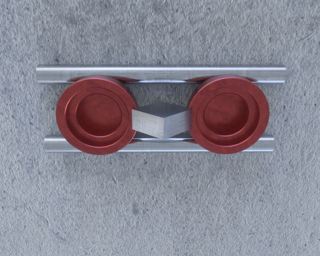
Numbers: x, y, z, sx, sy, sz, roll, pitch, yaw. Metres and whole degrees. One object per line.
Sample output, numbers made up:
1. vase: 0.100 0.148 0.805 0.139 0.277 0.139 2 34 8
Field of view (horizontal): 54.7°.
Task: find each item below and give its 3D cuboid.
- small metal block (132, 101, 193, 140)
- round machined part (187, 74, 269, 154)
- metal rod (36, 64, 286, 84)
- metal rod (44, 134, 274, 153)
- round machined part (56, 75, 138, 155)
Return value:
1. small metal block: 0.003 -0.011 0.366 0.050 0.050 0.025 17 116 40
2. round machined part: 0.082 -0.020 0.390 0.099 0.042 0.097 0 110 0
3. metal rod: 0.002 -0.067 0.386 0.302 0.025 0.025 0 110 -1
4. metal rod: -0.001 0.021 0.418 0.302 0.025 0.025 0 110 -1
5. round machined part: -0.075 -0.019 0.390 0.099 0.042 0.097 0 110 0
